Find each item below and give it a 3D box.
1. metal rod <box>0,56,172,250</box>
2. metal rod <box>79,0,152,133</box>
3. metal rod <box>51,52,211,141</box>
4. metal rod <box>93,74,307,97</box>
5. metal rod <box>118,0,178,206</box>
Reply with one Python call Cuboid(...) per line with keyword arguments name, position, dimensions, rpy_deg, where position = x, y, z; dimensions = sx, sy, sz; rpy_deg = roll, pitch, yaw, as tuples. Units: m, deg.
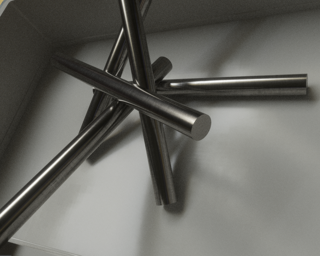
Cuboid(name="metal rod", position=(-0.072, 0.006, 0.349), dimensions=(0.025, 0.025, 0.301), rpy_deg=(13, 47, 33))
Cuboid(name="metal rod", position=(-0.055, -0.094, 0.414), dimensions=(0.025, 0.025, 0.298), rpy_deg=(33, 104, 38))
Cuboid(name="metal rod", position=(-0.060, -0.052, 0.373), dimensions=(0.300, 0.025, 0.025), rpy_deg=(28, 77, 43))
Cuboid(name="metal rod", position=(0.034, -0.054, 0.420), dimensions=(0.300, 0.025, 0.025), rpy_deg=(2, 63, 29))
Cuboid(name="metal rod", position=(-0.020, -0.061, 0.367), dimensions=(0.025, 0.025, 0.298), rpy_deg=(-13, 84, 21))
